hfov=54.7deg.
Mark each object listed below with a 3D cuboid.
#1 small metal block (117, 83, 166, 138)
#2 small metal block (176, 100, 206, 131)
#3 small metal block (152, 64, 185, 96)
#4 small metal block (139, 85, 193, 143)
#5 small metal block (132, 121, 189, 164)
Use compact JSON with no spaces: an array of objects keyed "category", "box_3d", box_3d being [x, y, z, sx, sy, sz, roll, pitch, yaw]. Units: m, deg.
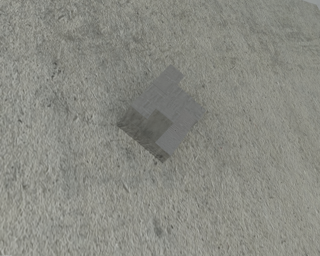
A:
[{"category":"small metal block","box_3d":[-0.023,-0.021,0.391,0.025,0.050,0.050,40,51,-2]},{"category":"small metal block","box_3d":[0.025,-0.020,0.416,0.050,0.050,0.025,40,51,-2]},{"category":"small metal block","box_3d":[0.002,-0.052,0.423,0.025,0.050,0.050,40,51,-2]},{"category":"small metal block","box_3d":[0.007,-0.017,0.372,0.025,0.050,0.050,40,51,-2]},{"category":"small metal block","box_3d":[0.001,0.009,0.402,0.050,0.025,0.050,40,51,-1]}]
